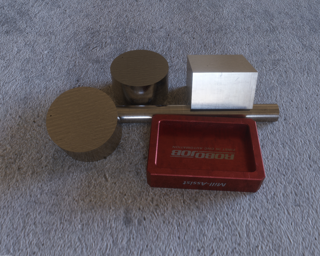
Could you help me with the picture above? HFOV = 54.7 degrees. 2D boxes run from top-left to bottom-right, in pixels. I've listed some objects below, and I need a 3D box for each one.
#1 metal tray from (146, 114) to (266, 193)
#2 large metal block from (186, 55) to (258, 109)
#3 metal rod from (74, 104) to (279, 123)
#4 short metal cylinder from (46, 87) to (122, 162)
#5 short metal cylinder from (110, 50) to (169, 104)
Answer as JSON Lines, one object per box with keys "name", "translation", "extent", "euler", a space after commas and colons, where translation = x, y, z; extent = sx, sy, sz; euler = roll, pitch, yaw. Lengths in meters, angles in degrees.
{"name": "metal tray", "translation": [0.053, 0.028, 0.377], "extent": [0.131, 0.030, 0.090], "euler": [3, 50, 2]}
{"name": "large metal block", "translation": [0.080, -0.066, 0.428], "extent": [0.081, 0.050, 0.080], "euler": [0, 29, -1]}
{"name": "metal rod", "translation": [0.008, -0.019, 0.422], "extent": [0.302, 0.025, 0.025], "euler": [-1, 50, -1]}
{"name": "short metal cylinder", "translation": [-0.089, -0.003, 0.374], "extent": [0.081, 0.050, 0.080], "euler": [0, 71, -1]}
{"name": "short metal cylinder", "translation": [-0.028, -0.068, 0.446], "extent": [0.081, 0.050, 0.080], "euler": [0, 49, 0]}
